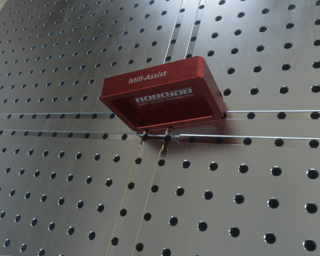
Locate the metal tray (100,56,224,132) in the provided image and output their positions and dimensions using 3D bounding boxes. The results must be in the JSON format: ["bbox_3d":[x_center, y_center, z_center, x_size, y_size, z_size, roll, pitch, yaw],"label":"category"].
[{"bbox_3d":[0.004,-0.037,0.387,0.130,0.090,0.030,-9,58,23],"label":"metal tray"}]
